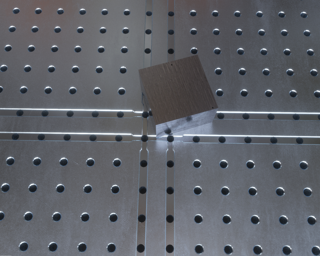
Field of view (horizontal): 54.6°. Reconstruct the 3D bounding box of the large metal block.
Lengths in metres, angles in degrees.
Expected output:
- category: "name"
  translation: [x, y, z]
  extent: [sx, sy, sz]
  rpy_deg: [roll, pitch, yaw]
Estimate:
- category: "large metal block"
  translation: [0.022, -0.042, 0.414]
  extent: [0.080, 0.050, 0.080]
  rpy_deg: [-16, 71, -6]
